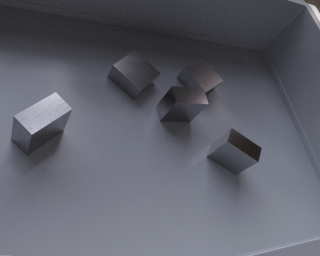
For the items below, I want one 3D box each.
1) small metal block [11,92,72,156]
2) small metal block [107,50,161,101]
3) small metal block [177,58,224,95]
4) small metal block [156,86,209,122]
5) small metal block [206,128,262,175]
[{"bbox_3d":[-0.125,-0.004,0.325,0.025,0.050,0.050,46,51,3],"label":"small metal block"},{"bbox_3d":[-0.035,-0.075,0.433,0.050,0.025,0.050,42,51,0],"label":"small metal block"},{"bbox_3d":[0.064,-0.077,0.489,0.050,0.025,0.050,-34,81,-38],"label":"small metal block"},{"bbox_3d":[0.030,-0.031,0.427,0.050,0.050,0.025,1,62,-28],"label":"small metal block"},{"bbox_3d":[0.101,0.034,0.426,0.050,0.050,0.025,33,51,-7],"label":"small metal block"}]
